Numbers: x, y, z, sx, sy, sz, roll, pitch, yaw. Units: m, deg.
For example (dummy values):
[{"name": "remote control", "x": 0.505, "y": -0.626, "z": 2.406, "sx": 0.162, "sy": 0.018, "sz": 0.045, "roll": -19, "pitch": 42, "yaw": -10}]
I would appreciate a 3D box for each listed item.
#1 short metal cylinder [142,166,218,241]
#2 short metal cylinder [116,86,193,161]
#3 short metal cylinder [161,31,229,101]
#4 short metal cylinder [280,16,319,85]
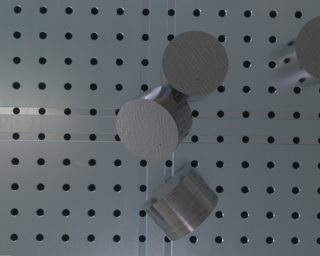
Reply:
[{"name": "short metal cylinder", "x": 0.025, "y": 0.092, "z": 0.386, "sx": 0.080, "sy": 0.080, "sz": 0.050, "roll": -40, "pitch": 90, "yaw": 0}, {"name": "short metal cylinder", "x": -0.006, "y": -0.006, "z": 0.383, "sx": 0.080, "sy": 0.050, "sz": 0.079, "roll": 10, "pitch": 117, "yaw": 21}, {"name": "short metal cylinder", "x": 0.042, "y": -0.077, "z": 0.399, "sx": 0.081, "sy": 0.050, "sz": 0.080, "roll": 0, "pitch": 87, "yaw": -2}, {"name": "short metal cylinder", "x": 0.205, "y": -0.098, "z": 0.402, "sx": 0.081, "sy": 0.050, "sz": 0.079, "roll": 0, "pitch": 90, "yaw": 0}]
